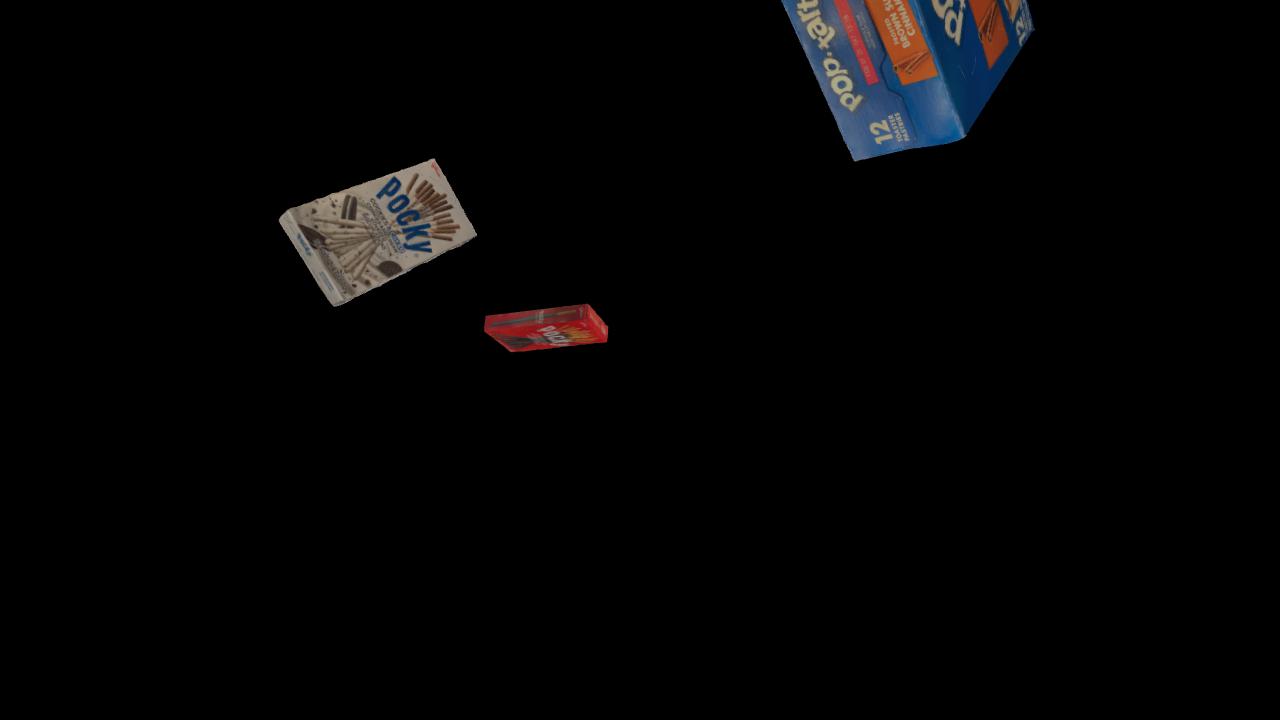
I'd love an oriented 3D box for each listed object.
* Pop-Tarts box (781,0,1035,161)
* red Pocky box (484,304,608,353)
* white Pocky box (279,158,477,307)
[{"bbox_3d":[0.174,-0.246,0.403,0.083,0.167,0.141,4,48,53],"label":"Pop-Tarts box"},{"bbox_3d":[-0.130,-0.043,0.859,0.155,0.028,0.083,-6,-23,16],"label":"red Pocky box"},{"bbox_3d":[-0.227,-0.118,0.551,0.028,0.084,0.154,-11,23,43],"label":"white Pocky box"}]
